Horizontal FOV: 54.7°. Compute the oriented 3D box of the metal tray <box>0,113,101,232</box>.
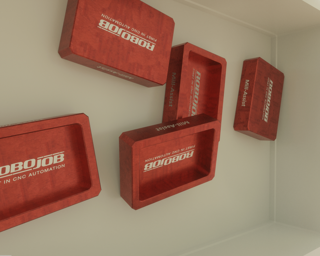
[{"bbox_3d":[-0.127,0.040,0.296,0.131,0.030,0.089,-14,99,-39],"label":"metal tray"}]

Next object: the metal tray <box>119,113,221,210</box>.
[{"bbox_3d":[0.015,0.038,0.387,0.131,0.030,0.089,-14,118,-32],"label":"metal tray"}]

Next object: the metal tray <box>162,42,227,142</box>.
[{"bbox_3d":[0.051,-0.046,0.445,0.091,0.030,0.129,10,84,-40],"label":"metal tray"}]

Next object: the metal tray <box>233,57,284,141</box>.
[{"bbox_3d":[0.179,-0.049,0.553,0.091,0.030,0.129,18,79,-39],"label":"metal tray"}]

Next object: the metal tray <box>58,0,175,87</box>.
[{"bbox_3d":[-0.045,-0.108,0.365,0.131,0.030,0.090,14,81,-39],"label":"metal tray"}]
